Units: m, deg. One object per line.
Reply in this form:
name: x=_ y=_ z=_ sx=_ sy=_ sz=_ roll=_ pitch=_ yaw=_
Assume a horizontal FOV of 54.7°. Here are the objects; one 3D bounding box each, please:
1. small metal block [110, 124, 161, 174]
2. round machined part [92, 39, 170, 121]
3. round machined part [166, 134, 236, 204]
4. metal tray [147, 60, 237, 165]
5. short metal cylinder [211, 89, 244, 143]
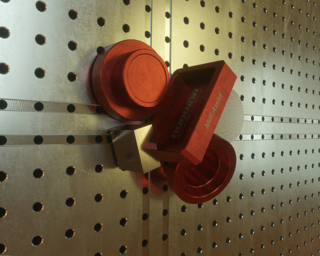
small metal block: x=-0.030 y=0.023 z=0.363 sx=0.025 sy=0.050 sz=0.050 roll=-20 pitch=103 yaw=-38
round machined part: x=-0.027 y=-0.057 z=0.370 sx=0.099 sy=0.042 sz=0.097 roll=0 pitch=90 yaw=-40
round machined part: x=0.052 y=0.051 z=0.422 sx=0.099 sy=0.042 sz=0.097 roll=-12 pitch=116 yaw=-24
metal tray: x=0.033 y=-0.021 z=0.389 sx=0.030 sy=0.090 sz=0.130 roll=40 pitch=65 yaw=-33
short metal cylinder: x=0.078 y=-0.018 z=0.453 sx=0.081 sy=0.050 sz=0.079 roll=0 pitch=90 yaw=-40
